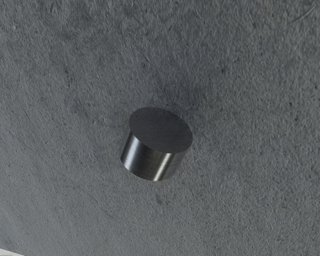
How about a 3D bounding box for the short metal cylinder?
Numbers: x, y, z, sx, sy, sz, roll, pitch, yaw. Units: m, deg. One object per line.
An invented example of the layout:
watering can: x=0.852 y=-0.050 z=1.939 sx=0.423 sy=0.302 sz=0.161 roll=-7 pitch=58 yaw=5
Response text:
short metal cylinder: x=-0.006 y=0.019 z=0.387 sx=0.080 sy=0.080 sz=0.050 roll=31 pitch=128 yaw=8
